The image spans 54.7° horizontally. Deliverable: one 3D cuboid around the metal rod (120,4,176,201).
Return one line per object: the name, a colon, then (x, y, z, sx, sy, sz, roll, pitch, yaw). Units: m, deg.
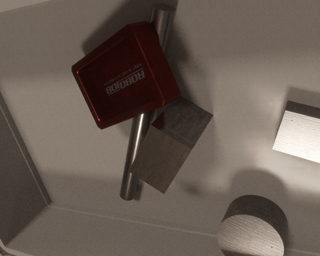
metal rod: (-0.024, -0.010, 0.413, 0.025, 0.025, 0.298, 23, 127, 13)

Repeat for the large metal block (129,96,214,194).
large metal block: (0.014, 0.018, 0.376, 0.050, 0.080, 0.079, 32, 128, 7)

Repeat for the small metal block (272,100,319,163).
small metal block: (0.154, 0.004, 0.330, 0.050, 0.025, 0.050, 17, 125, 18)

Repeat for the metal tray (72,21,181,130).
metal tray: (-0.046, -0.056, 0.367, 0.130, 0.030, 0.090, -18, 99, 46)

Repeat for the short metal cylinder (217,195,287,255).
short metal cylinder: (0.120, 0.135, 0.402, 0.080, 0.050, 0.079, 8, 111, 24)
